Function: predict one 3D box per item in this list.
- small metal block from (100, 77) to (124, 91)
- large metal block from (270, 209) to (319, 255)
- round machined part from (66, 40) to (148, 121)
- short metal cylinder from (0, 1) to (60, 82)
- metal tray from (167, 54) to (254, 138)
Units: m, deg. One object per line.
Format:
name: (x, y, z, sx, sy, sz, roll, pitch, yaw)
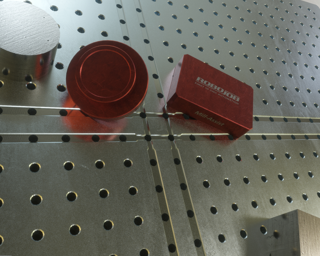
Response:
small metal block: (-0.063, -0.072, 0.418, 0.050, 0.025, 0.050, 45, 51, 3)
large metal block: (0.191, 0.161, 0.397, 0.080, 0.050, 0.080, 24, 53, -14)
round machined part: (-0.063, -0.059, 0.372, 0.099, 0.042, 0.097, 1, 83, -4)
short metal cylinder: (-0.164, -0.101, 0.366, 0.081, 0.050, 0.080, 14, 56, -21)
metal tray: (0.081, -0.049, 0.479, 0.131, 0.030, 0.090, 24, 53, -14)
